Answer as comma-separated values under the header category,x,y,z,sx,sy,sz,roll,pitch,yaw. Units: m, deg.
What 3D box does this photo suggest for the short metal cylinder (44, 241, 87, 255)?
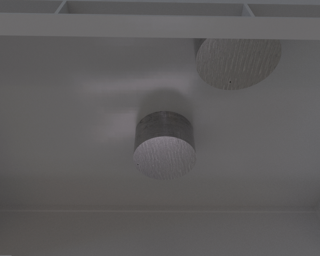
category,x,y,z,sx,sy,sz,roll,pitch,yaw
short metal cylinder,-0.181,0.263,0.597,0.050,0.080,0.080,-11,129,9

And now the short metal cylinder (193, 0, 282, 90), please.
category,x,y,z,sx,sy,sz,roll,pitch,yaw
short metal cylinder,0.075,-0.084,0.313,0.080,0.050,0.080,0,140,0

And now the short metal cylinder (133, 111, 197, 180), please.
category,x,y,z,sx,sy,sz,roll,pitch,yaw
short metal cylinder,0.006,0.024,0.413,0.081,0.050,0.079,0,130,0
